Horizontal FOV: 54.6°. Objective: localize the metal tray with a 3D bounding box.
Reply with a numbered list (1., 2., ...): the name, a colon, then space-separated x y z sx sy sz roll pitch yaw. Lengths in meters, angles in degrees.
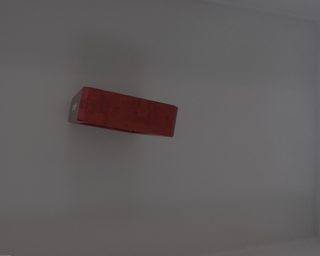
1. metal tray: -0.047 -0.014 0.337 0.091 0.130 0.030 11 87 -20
